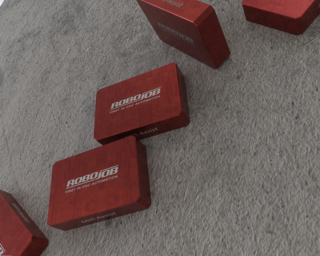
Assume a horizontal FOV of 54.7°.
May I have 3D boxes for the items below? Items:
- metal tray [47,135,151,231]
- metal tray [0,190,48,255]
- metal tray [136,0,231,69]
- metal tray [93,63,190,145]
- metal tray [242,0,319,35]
[{"bbox_3d":[-0.079,0.071,0.399,0.130,0.030,0.090,-19,54,16],"label":"metal tray"},{"bbox_3d":[-0.221,0.153,0.423,0.130,0.030,0.090,28,77,37],"label":"metal tray"},{"bbox_3d":[0.032,-0.142,0.432,0.030,0.090,0.130,-47,51,-4],"label":"metal tray"},{"bbox_3d":[-0.028,-0.030,0.434,0.130,0.030,0.090,-17,55,18],"label":"metal tray"},{"bbox_3d":[0.187,-0.193,0.421,0.130,0.030,0.090,-49,52,-7],"label":"metal tray"}]
